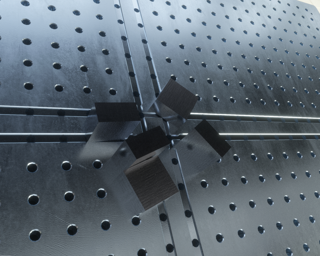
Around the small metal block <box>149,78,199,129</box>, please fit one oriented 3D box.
[{"bbox_3d":[0.021,-0.036,0.443,0.050,0.025,0.050,35,51,-6],"label":"small metal block"}]

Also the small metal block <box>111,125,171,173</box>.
[{"bbox_3d":[-0.023,0.027,0.365,0.050,0.050,0.025,-23,75,-36],"label":"small metal block"}]

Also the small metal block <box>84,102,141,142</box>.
[{"bbox_3d":[-0.057,-0.006,0.366,0.050,0.050,0.025,-3,63,-30],"label":"small metal block"}]

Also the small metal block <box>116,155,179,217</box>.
[{"bbox_3d":[-0.015,0.066,0.361,0.050,0.025,0.050,-21,73,-36],"label":"small metal block"}]

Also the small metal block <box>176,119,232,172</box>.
[{"bbox_3d":[0.057,0.024,0.410,0.050,0.050,0.025,47,51,4],"label":"small metal block"}]
